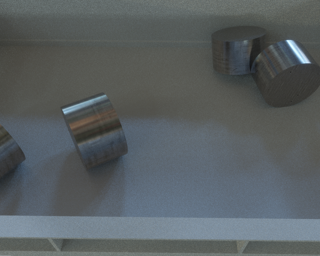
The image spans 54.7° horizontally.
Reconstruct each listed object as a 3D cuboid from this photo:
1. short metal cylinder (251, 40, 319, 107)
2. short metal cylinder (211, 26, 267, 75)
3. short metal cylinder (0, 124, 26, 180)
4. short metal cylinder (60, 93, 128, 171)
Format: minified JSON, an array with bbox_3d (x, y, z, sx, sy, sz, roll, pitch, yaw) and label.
[{"bbox_3d":[0.175,-0.074,0.433,0.081,0.080,0.050,-8,51,-6],"label":"short metal cylinder"},{"bbox_3d":[0.121,-0.120,0.474,0.080,0.050,0.080,-7,31,4],"label":"short metal cylinder"},{"bbox_3d":[-0.201,0.023,0.349,0.080,0.080,0.050,30,56,23],"label":"short metal cylinder"},{"bbox_3d":[-0.078,0.004,0.366,0.050,0.080,0.080,-22,54,-18],"label":"short metal cylinder"}]
